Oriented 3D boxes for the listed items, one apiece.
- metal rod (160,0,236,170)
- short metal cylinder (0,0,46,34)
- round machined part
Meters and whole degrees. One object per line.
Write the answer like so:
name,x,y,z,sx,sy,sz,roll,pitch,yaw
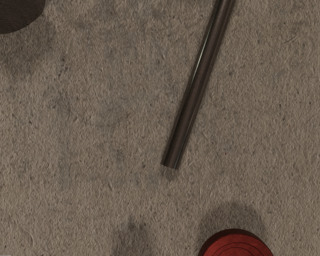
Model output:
metal rod,0.061,-0.090,0.410,0.025,0.025,0.298,19,90,-1
short metal cylinder,-0.191,-0.161,0.380,0.080,0.080,0.050,-35,90,0
round machined part,0.096,0.179,0.403,0.099,0.042,0.097,0,90,-1
